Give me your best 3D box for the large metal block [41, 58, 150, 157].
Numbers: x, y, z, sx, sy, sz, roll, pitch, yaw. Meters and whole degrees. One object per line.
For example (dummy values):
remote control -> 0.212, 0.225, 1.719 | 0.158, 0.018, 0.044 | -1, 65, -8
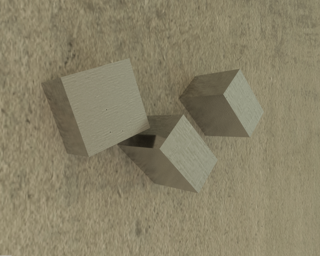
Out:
large metal block -> -0.067, -0.023, 0.334 | 0.081, 0.050, 0.080 | -27, 107, -37

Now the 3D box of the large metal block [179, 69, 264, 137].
large metal block -> 0.088, -0.033, 0.445 | 0.080, 0.080, 0.050 | 51, 60, -28

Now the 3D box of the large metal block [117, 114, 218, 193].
large metal block -> 0.009, 0.030, 0.379 | 0.080, 0.080, 0.050 | 51, 60, -29
